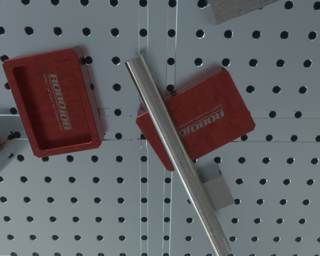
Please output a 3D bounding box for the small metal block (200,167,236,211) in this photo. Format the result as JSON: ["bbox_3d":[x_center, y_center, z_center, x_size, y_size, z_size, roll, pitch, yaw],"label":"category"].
[{"bbox_3d":[0.074,0.092,0.448,0.050,0.025,0.050,-25,108,8],"label":"small metal block"}]

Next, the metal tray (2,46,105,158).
[{"bbox_3d":[-0.132,-0.031,0.397,0.090,0.030,0.129,-10,110,3],"label":"metal tray"}]

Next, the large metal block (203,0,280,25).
[{"bbox_3d":[0.084,-0.167,0.339,0.080,0.050,0.080,-20,109,7],"label":"large metal block"}]

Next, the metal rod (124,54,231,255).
[{"bbox_3d":[0.031,0.049,0.399,0.025,0.025,0.299,-22,109,8],"label":"metal rod"}]

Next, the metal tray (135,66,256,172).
[{"bbox_3d":[0.046,-0.010,0.407,0.130,0.030,0.090,-29,108,10],"label":"metal tray"}]

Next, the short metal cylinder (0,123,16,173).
[{"bbox_3d":[-0.242,0.032,0.410,0.081,0.050,0.079,0,110,0],"label":"short metal cylinder"}]
